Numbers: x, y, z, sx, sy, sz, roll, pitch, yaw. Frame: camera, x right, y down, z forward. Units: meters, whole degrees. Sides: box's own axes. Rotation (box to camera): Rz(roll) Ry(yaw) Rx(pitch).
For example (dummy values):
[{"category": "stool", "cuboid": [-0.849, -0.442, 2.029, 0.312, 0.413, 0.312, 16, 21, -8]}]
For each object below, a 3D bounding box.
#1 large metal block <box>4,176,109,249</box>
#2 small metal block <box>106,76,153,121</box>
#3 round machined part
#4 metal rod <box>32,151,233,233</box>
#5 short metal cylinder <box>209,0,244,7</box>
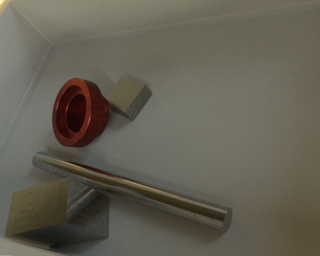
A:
[{"category": "large metal block", "cuboid": [-0.116, 0.103, 0.366, 0.080, 0.080, 0.050, -17, 55, 18]}, {"category": "small metal block", "cuboid": [-0.048, -0.044, 0.456, 0.050, 0.025, 0.050, 25, 75, 36]}, {"category": "round machined part", "cuboid": [-0.111, -0.020, 0.448, 0.098, 0.042, 0.097, -8, 78, 41]}, {"category": "metal rod", "cuboid": [-0.057, 0.070, 0.390, 0.300, 0.025, 0.025, 10, 67, 32]}, {"category": "short metal cylinder", "cuboid": [0.105, -0.237, 0.482, 0.080, 0.050, 0.080, -13, 56, 20]}]
